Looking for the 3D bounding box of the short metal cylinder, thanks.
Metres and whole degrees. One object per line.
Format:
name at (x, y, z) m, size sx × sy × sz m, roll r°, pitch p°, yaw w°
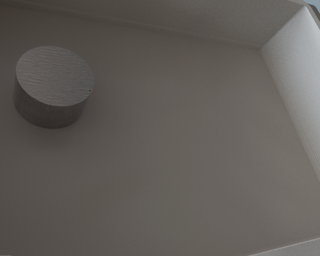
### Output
short metal cylinder at (-0.122, -0.046, 0.353) m, size 0.081 × 0.050 × 0.080 m, roll 14°, pitch 56°, yaw -21°
